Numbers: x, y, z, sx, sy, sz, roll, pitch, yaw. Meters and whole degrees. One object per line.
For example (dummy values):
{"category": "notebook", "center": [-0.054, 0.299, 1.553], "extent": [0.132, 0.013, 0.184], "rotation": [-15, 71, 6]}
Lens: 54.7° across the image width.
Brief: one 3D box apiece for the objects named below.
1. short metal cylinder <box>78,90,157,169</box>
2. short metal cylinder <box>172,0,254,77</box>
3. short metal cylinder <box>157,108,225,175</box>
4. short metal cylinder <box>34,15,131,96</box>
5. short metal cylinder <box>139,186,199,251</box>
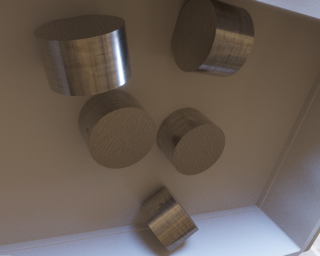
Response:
{"category": "short metal cylinder", "center": [-0.051, 0.001, 0.367], "extent": [0.081, 0.050, 0.079], "rotation": [-14, 125, -21]}
{"category": "short metal cylinder", "center": [0.056, -0.099, 0.344], "extent": [0.050, 0.080, 0.079], "rotation": [2, 118, -30]}
{"category": "short metal cylinder", "center": [0.042, 0.018, 0.429], "extent": [0.081, 0.050, 0.079], "rotation": [-14, 125, -21]}
{"category": "short metal cylinder", "center": [-0.070, -0.071, 0.292], "extent": [0.081, 0.080, 0.050], "rotation": [-17, 126, -19]}
{"category": "short metal cylinder", "center": [0.013, 0.135, 0.466], "extent": [0.050, 0.080, 0.080], "rotation": [-38, 130, -3]}
